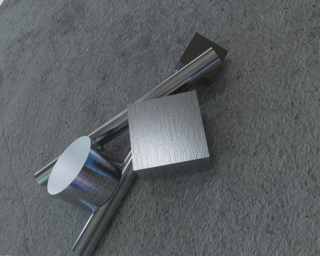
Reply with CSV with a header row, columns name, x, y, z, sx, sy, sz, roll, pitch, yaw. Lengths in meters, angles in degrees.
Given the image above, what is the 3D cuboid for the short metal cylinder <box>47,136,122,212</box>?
name,x,y,z,sx,sy,sz,roll,pitch,yaw
short metal cylinder,-0.094,0.057,0.387,0.080,0.050,0.080,-33,35,27

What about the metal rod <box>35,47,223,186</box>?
name,x,y,z,sx,sy,sz,roll,pitch,yaw
metal rod,-0.051,-0.008,0.414,0.300,0.025,0.025,-34,51,14

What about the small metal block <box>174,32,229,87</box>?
name,x,y,z,sx,sy,sz,roll,pitch,yaw
small metal block,0.055,-0.091,0.416,0.050,0.025,0.050,30,74,-3

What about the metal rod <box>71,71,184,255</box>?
name,x,y,z,sx,sy,sz,roll,pitch,yaw
metal rod,-0.022,0.022,0.403,0.025,0.025,0.300,19,71,35

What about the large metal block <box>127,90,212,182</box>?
name,x,y,z,sx,sy,sz,roll,pitch,yaw
large metal block,0.011,0.011,0.358,0.080,0.050,0.080,-11,65,7
